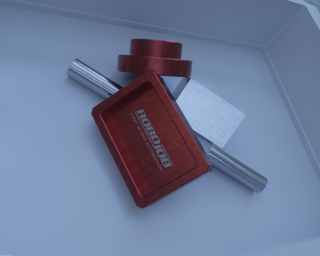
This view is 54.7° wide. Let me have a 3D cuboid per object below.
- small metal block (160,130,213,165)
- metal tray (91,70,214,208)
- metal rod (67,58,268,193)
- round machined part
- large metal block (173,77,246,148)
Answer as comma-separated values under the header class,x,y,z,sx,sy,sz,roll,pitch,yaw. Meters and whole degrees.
class,x,y,z,sx,sy,sz,roll,pitch,yaw
small metal block,0.030,0.024,0.390,0.050,0.050,0.025,33,51,-7
metal tray,-0.011,0.012,0.352,0.130,0.090,0.030,61,13,15
metal rod,0.015,0.001,0.413,0.301,0.025,0.025,32,51,-8
round machined part,-0.006,-0.093,0.410,0.099,0.098,0.042,-2,103,-30
large metal block,0.055,-0.024,0.409,0.080,0.050,0.080,32,9,-8
